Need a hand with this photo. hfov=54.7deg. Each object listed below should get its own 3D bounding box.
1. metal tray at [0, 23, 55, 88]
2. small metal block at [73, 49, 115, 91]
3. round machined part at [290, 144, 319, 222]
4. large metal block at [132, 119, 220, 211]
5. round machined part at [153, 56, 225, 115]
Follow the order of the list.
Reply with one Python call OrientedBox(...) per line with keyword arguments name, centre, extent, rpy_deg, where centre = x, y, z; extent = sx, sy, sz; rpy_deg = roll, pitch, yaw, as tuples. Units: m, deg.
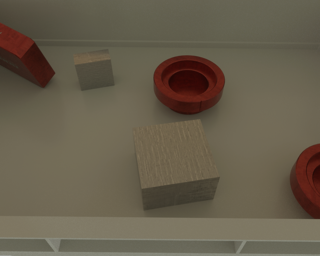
OrientedBox(name="metal tray", centre=(-0.223, -0.115, 0.441), extent=(0.130, 0.090, 0.030), rpy_deg=(28, 73, 10))
OrientedBox(name="small metal block", centre=(-0.097, -0.086, 0.460), extent=(0.050, 0.050, 0.025), rpy_deg=(-11, 51, -10))
OrientedBox(name="round machined part", centre=(0.193, 0.067, 0.340), extent=(0.099, 0.042, 0.098), rpy_deg=(0, 50, 0))
OrientedBox(name="large metal block", centre=(0.015, 0.041, 0.355), extent=(0.081, 0.050, 0.080), rpy_deg=(-7, 51, -7))
OrientedBox(name="round machined part", centre=(0.040, -0.057, 0.443), extent=(0.099, 0.042, 0.098), rpy_deg=(0, 50, 0))
